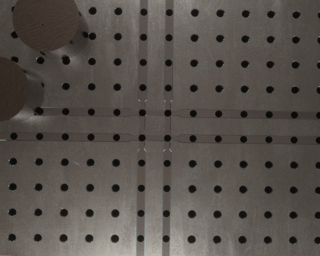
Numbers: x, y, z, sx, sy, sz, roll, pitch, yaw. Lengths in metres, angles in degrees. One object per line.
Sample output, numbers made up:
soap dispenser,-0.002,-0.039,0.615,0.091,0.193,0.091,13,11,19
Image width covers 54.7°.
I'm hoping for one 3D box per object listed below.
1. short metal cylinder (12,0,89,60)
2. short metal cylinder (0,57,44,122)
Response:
short metal cylinder,-0.138,-0.133,0.399,0.081,0.050,0.079,0,90,-1
short metal cylinder,-0.199,-0.047,0.398,0.081,0.050,0.079,0,90,-1
